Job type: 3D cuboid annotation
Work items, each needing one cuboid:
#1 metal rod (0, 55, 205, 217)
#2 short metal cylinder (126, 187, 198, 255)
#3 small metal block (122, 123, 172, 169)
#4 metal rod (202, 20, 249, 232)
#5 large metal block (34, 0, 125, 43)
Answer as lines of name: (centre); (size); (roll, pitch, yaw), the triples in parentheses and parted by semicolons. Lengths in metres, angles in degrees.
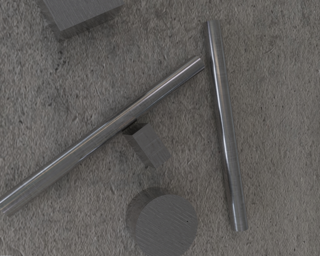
metal rod: (-0.061, 0.000, 0.386); (0.301, 0.025, 0.025); (-38, 103, -16)
short metal cylinder: (0.001, 0.120, 0.397); (0.081, 0.050, 0.080); (0, 90, -20)
small metal block: (-0.017, 0.021, 0.390); (0.025, 0.050, 0.050); (-38, 102, -16)
metal rod: (0.095, -0.001, 0.444); (0.025, 0.025, 0.298); (-10, 93, -20)
large metal block: (-0.100, -0.157, 0.359); (0.080, 0.050, 0.080); (-31, 100, -17)
